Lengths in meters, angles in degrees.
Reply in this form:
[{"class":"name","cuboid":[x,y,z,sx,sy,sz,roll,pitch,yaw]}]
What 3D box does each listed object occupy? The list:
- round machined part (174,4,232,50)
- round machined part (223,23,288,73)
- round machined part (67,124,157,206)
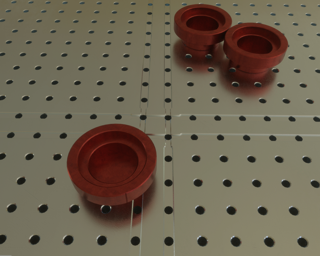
[{"class":"round machined part","cuboid":[0.073,-0.173,0.543,0.099,0.042,0.098,0,50,0]},{"class":"round machined part","cuboid":[0.152,-0.127,0.505,0.099,0.042,0.098,0,50,0]},{"class":"round machined part","cuboid":[-0.053,0.045,0.358,0.099,0.042,0.098,0,50,0]}]
